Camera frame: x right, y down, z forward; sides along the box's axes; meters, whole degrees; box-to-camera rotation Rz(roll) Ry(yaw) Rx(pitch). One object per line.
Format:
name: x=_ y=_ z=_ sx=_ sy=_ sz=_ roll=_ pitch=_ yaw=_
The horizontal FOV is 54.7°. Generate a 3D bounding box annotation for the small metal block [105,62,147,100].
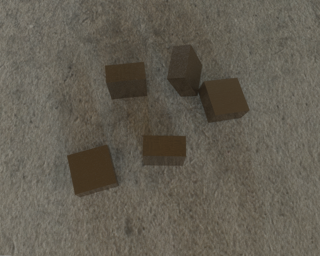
small metal block: x=-0.044 y=-0.063 z=0.417 sx=0.050 sy=0.050 sz=0.025 roll=-6 pitch=70 yaw=-3

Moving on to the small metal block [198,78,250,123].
small metal block: x=0.085 y=-0.038 z=0.418 sx=0.050 sy=0.025 sz=0.050 roll=-9 pitch=70 yaw=-17

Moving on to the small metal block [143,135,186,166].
small metal block: x=0.005 y=0.029 z=0.384 sx=0.050 sy=0.050 sz=0.025 roll=1 pitch=70 yaw=0

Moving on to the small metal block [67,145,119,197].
small metal block: x=-0.083 y=0.054 z=0.387 sx=0.050 sy=0.025 sz=0.050 roll=-16 pitch=71 yaw=-6

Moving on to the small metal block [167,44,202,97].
small metal block: x=0.035 y=-0.077 z=0.420 sx=0.025 sy=0.050 sz=0.050 roll=1 pitch=68 yaw=26
